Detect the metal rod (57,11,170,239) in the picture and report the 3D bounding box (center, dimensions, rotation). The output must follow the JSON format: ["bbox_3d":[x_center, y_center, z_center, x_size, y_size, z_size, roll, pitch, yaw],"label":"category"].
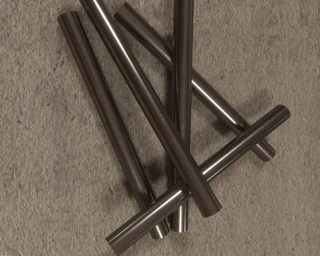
[{"bbox_3d":[-0.055,0.003,0.389,0.025,0.025,0.299,-25,99,-19],"label":"metal rod"}]

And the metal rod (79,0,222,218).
[{"bbox_3d":[-0.013,-0.031,0.370,0.025,0.025,0.299,-29,87,-18],"label":"metal rod"}]

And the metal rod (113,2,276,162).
[{"bbox_3d":[0.058,-0.054,0.431,0.300,0.025,0.025,41,77,-16],"label":"metal rod"}]

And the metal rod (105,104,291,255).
[{"bbox_3d":[0.063,0.055,0.400,0.302,0.025,0.025,-34,102,-20],"label":"metal rod"}]

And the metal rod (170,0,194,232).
[{"bbox_3d":[0.028,-0.012,0.401,0.025,0.025,0.298,-2,98,-20],"label":"metal rod"}]
